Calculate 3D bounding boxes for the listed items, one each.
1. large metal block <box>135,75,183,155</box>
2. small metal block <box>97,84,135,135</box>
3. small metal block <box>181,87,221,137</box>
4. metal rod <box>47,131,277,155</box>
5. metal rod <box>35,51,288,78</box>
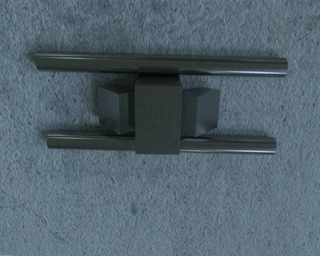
[{"bbox_3d":[-0.002,-0.021,0.376,0.050,0.080,0.079,1,110,-1],"label":"large metal block"},{"bbox_3d":[-0.054,-0.025,0.386,0.025,0.050,0.050,-15,116,-37],"label":"small metal block"},{"bbox_3d":[0.050,-0.021,0.389,0.025,0.050,0.050,17,115,38],"label":"small metal block"},{"bbox_3d":[0.003,0.020,0.418,0.302,0.025,0.025,2,110,-1],"label":"metal rod"},{"bbox_3d":[0.003,-0.078,0.382,0.302,0.025,0.025,1,110,-1],"label":"metal rod"}]
